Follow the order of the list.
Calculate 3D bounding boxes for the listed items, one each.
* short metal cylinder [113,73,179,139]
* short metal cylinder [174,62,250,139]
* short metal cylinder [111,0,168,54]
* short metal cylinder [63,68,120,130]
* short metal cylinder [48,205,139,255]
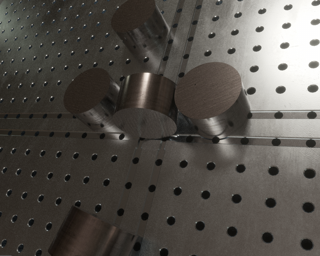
[{"bbox_3d":[-0.015,-0.026,0.396,0.080,0.080,0.050,-5,60,25],"label":"short metal cylinder"},{"bbox_3d":[0.064,-0.033,0.378,0.080,0.050,0.080,-13,56,20],"label":"short metal cylinder"},{"bbox_3d":[-0.033,-0.171,0.513,0.080,0.050,0.080,-13,56,20],"label":"short metal cylinder"},{"bbox_3d":[-0.096,-0.043,0.468,0.080,0.050,0.080,-13,56,20],"label":"short metal cylinder"},{"bbox_3d":[-0.070,0.123,0.333,0.080,0.080,0.050,14,69,33],"label":"short metal cylinder"}]
